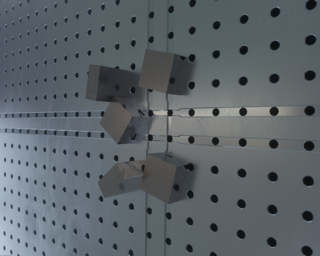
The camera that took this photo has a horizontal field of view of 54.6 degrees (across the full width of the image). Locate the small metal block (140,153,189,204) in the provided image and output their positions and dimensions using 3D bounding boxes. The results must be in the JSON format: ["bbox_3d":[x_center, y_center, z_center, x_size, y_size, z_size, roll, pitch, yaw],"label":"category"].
[{"bbox_3d":[0.005,0.064,0.406,0.050,0.025,0.050,19,102,38],"label":"small metal block"}]

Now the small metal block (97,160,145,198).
[{"bbox_3d":[-0.050,0.071,0.436,0.050,0.050,0.025,-45,63,31],"label":"small metal block"}]

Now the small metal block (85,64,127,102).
[{"bbox_3d":[-0.080,-0.065,0.460,0.025,0.050,0.050,14,99,39],"label":"small metal block"}]

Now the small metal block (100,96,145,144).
[{"bbox_3d":[-0.057,-0.011,0.458,0.050,0.025,0.050,45,117,30],"label":"small metal block"}]

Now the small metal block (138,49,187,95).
[{"bbox_3d":[0.002,-0.074,0.408,0.050,0.025,0.050,20,103,38],"label":"small metal block"}]
